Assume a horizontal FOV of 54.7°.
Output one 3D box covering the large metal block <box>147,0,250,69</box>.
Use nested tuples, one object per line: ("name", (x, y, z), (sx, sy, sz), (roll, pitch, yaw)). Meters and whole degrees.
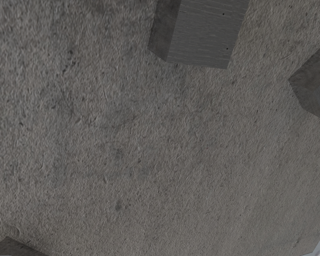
("large metal block", (0.040, -0.115, 0.342), (0.081, 0.050, 0.079), (0, 118, -29))

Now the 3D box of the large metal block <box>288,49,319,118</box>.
("large metal block", (0.262, -0.071, 0.489), (0.080, 0.050, 0.080), (-45, 129, 3))

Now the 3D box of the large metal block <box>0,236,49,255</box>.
("large metal block", (-0.199, 0.202, 0.407), (0.080, 0.050, 0.080), (-40, 129, -2))
